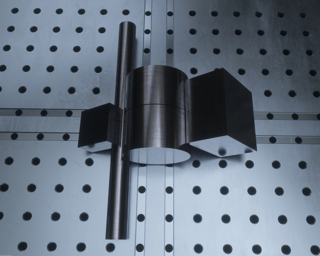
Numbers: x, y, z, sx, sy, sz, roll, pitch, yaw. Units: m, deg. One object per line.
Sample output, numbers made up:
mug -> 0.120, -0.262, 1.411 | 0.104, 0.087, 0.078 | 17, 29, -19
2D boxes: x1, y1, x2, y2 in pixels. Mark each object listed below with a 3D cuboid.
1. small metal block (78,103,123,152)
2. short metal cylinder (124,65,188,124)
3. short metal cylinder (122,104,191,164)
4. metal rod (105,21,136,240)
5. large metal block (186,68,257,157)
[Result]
small metal block -> -0.076, 0.000, 0.395 | 0.050, 0.025, 0.050 | -13, 65, 32
short metal cylinder -> -0.004, -0.037, 0.392 | 0.081, 0.080, 0.050 | 0, 70, 0
short metal cylinder -> -0.004, 0.010, 0.374 | 0.081, 0.080, 0.050 | 0, 70, 0
metal rod -> -0.049, -0.011, 0.411 | 0.025, 0.025, 0.299 | 1, 70, 0
large metal block -> 0.075, -0.015, 0.377 | 0.050, 0.080, 0.080 | -14, 66, 36
